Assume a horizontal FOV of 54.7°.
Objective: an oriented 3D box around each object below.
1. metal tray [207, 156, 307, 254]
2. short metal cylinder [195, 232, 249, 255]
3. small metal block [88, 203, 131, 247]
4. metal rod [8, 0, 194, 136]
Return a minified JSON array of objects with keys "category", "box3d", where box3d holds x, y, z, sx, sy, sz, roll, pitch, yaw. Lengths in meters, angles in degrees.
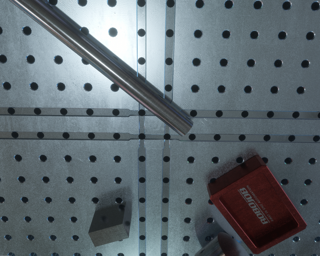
[{"category":"metal tray","box3d":[0.142,0.115,0.455,0.090,0.030,0.130,-34,107,11]},{"category":"short metal cylinder","box3d":[0.098,0.204,0.461,0.080,0.080,0.050,39,105,-13]},{"category":"small metal block","box3d":[-0.071,0.140,0.451,0.050,0.050,0.025,-17,110,6]},{"category":"metal rod","box3d":[-0.079,-0.089,0.379,0.301,0.025,0.025,38,106,-13]}]
